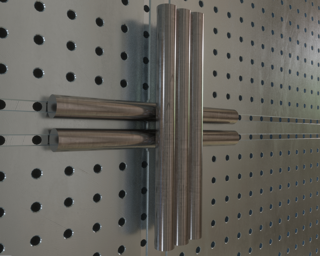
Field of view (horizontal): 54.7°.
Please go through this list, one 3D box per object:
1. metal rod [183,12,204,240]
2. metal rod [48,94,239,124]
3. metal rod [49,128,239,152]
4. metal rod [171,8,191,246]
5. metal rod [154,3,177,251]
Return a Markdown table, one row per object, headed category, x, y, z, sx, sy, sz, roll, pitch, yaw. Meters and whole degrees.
| category | x | y | z | sx | sy | sz | roll | pitch | yaw |
| --- | --- | --- | --- | --- | --- | --- | --- | --- | --- |
| metal rod | 0.045 | -0.003 | 0.417 | 0.025 | 0.025 | 0.298 | 1 | 90 | -40 |
| metal rod | 0.005 | -0.020 | 0.415 | 0.302 | 0.025 | 0.025 | 1 | 90 | -40 |
| metal rod | 0.006 | 0.014 | 0.417 | 0.302 | 0.025 | 0.025 | 1 | 90 | -40 |
| metal rod | 0.026 | -0.002 | 0.401 | 0.025 | 0.025 | 0.298 | 1 | 90 | -40 |
| metal rod | 0.007 | -0.001 | 0.385 | 0.025 | 0.025 | 0.298 | 1 | 90 | -40 |
